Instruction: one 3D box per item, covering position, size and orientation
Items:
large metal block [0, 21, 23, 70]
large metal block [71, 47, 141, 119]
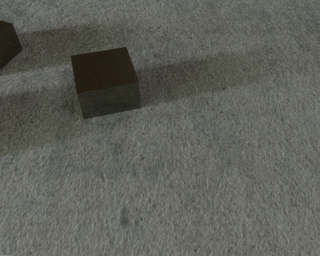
[{"bbox_3d":[-0.286,-0.133,0.495,0.080,0.050,0.080,17,52,13],"label":"large metal block"},{"bbox_3d":[-0.077,-0.065,0.441,0.081,0.050,0.080,-12,51,-11],"label":"large metal block"}]
